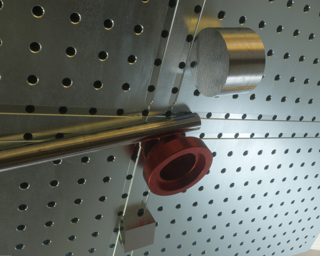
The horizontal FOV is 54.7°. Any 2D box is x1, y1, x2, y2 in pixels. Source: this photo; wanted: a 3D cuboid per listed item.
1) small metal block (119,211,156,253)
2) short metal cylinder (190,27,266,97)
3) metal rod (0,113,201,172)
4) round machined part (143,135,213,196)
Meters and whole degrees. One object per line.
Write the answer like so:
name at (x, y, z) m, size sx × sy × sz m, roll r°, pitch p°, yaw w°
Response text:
small metal block at (-0.037, 0.167, 0.496) m, size 0.050 × 0.025 × 0.050 m, roll -9°, pitch 123°, yaw -24°
short metal cylinder at (0.078, -0.079, 0.371) m, size 0.050 × 0.080 × 0.079 m, roll -9°, pitch 122°, yaw -24°
metal rod at (-0.085, 0.018, 0.376) m, size 0.303 × 0.025 × 0.025 m, roll -11°, pitch 123°, yaw -23°
round machined part at (0.021, 0.048, 0.435) m, size 0.099 × 0.042 × 0.097 m, roll -18°, pitch 138°, yaw -17°
